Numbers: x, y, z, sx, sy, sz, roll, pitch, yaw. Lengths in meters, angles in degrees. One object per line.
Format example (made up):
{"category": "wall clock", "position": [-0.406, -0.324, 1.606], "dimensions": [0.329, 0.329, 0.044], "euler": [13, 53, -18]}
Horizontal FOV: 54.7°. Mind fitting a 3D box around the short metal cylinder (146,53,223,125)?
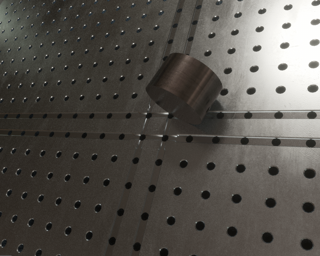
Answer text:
{"category": "short metal cylinder", "position": [0.030, -0.047, 0.385], "dimensions": [0.080, 0.080, 0.050], "euler": [25, 75, 36]}
